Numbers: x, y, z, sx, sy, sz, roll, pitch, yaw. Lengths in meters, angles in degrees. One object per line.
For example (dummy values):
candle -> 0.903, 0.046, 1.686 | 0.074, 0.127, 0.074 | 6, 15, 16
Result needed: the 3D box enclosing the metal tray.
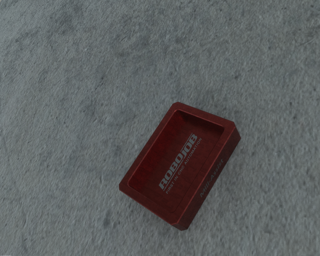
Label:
metal tray -> 0.023, 0.039, 0.363 | 0.090, 0.030, 0.130 | 24, 74, 36
